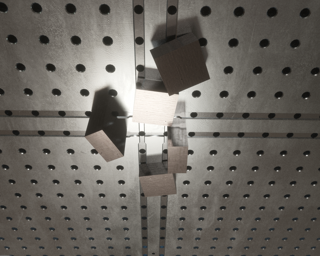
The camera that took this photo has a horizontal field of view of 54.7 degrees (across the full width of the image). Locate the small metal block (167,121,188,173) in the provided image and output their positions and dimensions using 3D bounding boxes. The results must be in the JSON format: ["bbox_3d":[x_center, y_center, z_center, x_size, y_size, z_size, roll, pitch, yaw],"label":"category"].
[{"bbox_3d":[0.023,0.026,0.418,0.025,0.050,0.050,-1,130,0],"label":"small metal block"}]

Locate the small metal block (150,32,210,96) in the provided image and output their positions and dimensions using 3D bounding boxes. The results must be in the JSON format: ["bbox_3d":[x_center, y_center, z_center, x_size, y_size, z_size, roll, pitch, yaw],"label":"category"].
[{"bbox_3d":[0.023,-0.071,0.346,0.050,0.025,0.050,-23,128,3],"label":"small metal block"}]

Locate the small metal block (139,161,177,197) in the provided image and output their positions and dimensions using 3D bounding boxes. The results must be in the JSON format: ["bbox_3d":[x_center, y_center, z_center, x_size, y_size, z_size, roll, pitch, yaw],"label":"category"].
[{"bbox_3d":[-0.003,0.080,0.480,0.050,0.025,0.050,-7,130,5],"label":"small metal block"}]

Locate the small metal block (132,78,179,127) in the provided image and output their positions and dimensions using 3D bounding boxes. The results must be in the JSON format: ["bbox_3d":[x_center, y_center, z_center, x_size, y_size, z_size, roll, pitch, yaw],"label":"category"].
[{"bbox_3d":[-0.006,-0.031,0.385,0.050,0.025,0.050,7,130,-6],"label":"small metal block"}]

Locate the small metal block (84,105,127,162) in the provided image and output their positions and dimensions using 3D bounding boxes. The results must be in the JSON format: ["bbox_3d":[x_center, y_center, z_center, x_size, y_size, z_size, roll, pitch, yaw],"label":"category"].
[{"bbox_3d":[-0.068,0.007,0.400,0.025,0.050,0.050,-21,127,16],"label":"small metal block"}]
